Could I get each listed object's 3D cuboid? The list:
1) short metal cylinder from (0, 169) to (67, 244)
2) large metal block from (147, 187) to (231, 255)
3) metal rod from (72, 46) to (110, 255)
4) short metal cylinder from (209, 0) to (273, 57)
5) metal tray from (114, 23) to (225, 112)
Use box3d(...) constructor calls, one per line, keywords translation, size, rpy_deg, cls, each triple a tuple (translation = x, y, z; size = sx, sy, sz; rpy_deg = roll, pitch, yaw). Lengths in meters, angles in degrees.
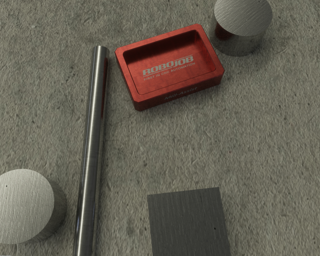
box3d(translation=(-0.156, 0.092, 0.360), size=(0.081, 0.050, 0.080), rpy_deg=(0, 70, 0), cls="short metal cylinder")
box3d(translation=(0.030, 0.115, 0.353), size=(0.081, 0.050, 0.080), rpy_deg=(-6, 70, -2), cls="large metal block")
box3d(translation=(-0.086, 0.029, 0.396), size=(0.025, 0.025, 0.299), rpy_deg=(0, 70, 0), cls="metal rod")
box3d(translation=(0.115, -0.152, 0.451), size=(0.081, 0.050, 0.080), rpy_deg=(0, 70, 0), cls="short metal cylinder")
box3d(translation=(0.012, -0.087, 0.436), size=(0.131, 0.030, 0.090), rpy_deg=(-19, 71, -7), cls="metal tray")
